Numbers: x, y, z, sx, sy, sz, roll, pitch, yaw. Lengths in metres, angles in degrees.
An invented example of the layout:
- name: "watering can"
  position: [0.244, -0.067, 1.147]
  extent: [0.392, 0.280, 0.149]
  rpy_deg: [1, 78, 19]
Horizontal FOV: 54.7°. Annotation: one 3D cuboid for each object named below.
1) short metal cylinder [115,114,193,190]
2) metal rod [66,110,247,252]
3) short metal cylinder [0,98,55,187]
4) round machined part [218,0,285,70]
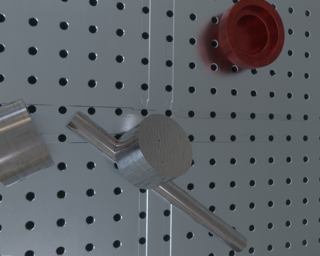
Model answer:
- name: "short metal cylinder"
  position: [-0.007, 0.029, 0.378]
  extent: [0.080, 0.050, 0.080]
  rpy_deg: [21, 53, -31]
- name: "metal rod"
  position: [0.006, 0.080, 0.414]
  extent: [0.301, 0.025, 0.025]
  rpy_deg: [39, 78, -16]
- name: "short metal cylinder"
  position: [-0.153, 0.015, 0.327]
  extent: [0.050, 0.080, 0.080]
  rpy_deg: [-26, 99, -18]
- name: "round machined part"
  position: [0.127, -0.133, 0.450]
  extent: [0.099, 0.042, 0.097]
  rpy_deg: [0, 90, -20]
